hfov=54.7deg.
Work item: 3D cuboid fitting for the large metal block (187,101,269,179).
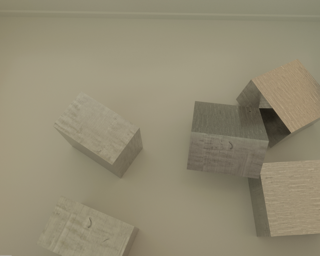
[{"bbox_3d":[0.077,0.011,0.370,0.080,0.050,0.080,7,30,5],"label":"large metal block"}]

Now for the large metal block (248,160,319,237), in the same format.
[{"bbox_3d":[0.156,0.084,0.368,0.081,0.050,0.080,-3,70,-2],"label":"large metal block"}]

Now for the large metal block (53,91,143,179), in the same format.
[{"bbox_3d":[-0.070,0.012,0.375,0.080,0.080,0.050,32,73,10],"label":"large metal block"}]

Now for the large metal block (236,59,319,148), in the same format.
[{"bbox_3d":[0.162,-0.032,0.403,0.081,0.050,0.080,-25,72,-19],"label":"large metal block"}]

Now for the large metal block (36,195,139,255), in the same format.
[{"bbox_3d":[-0.072,0.117,0.337,0.080,0.080,0.050,21,72,7],"label":"large metal block"}]
